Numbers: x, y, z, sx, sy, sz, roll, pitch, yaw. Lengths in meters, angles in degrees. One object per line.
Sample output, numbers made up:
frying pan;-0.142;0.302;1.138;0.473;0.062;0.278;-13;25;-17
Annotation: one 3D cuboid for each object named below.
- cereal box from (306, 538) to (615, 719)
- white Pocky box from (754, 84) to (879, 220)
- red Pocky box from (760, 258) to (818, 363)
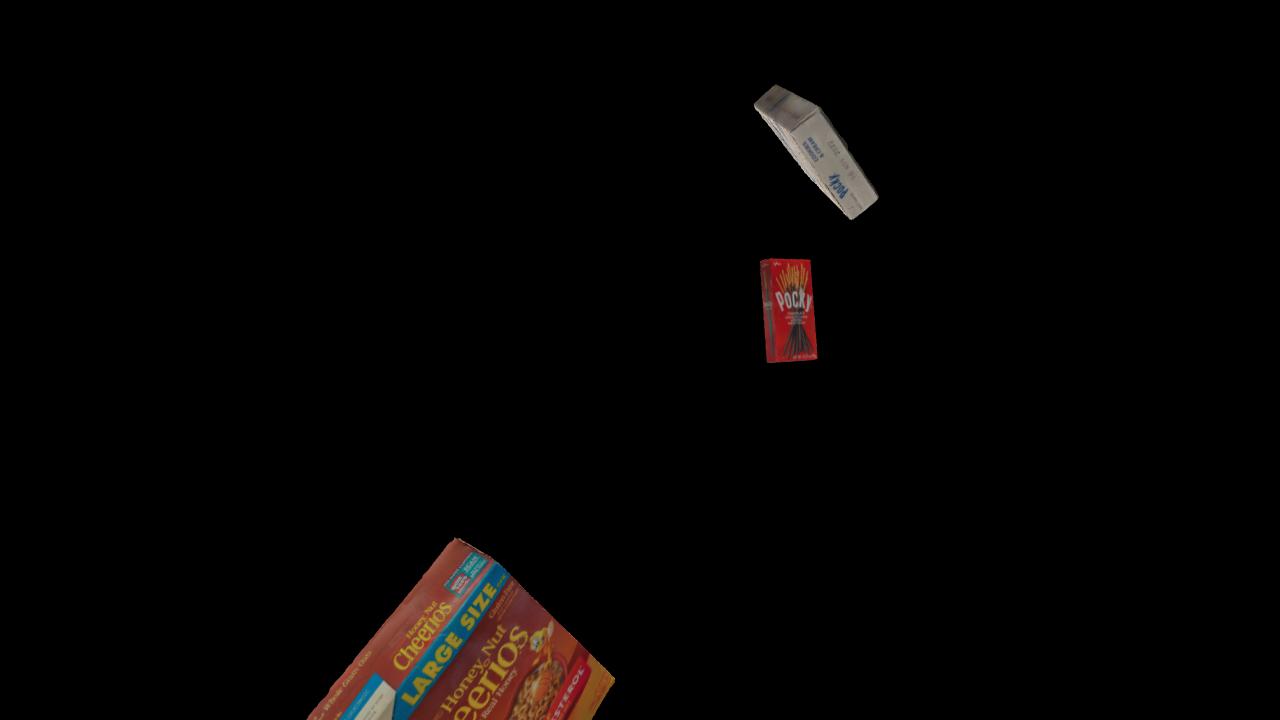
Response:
cereal box;-0.159;0.350;0.630;0.081;0.203;0.306;14;-37;37
white Pocky box;0.136;-0.171;0.489;0.028;0.084;0.154;-38;23;19
red Pocky box;0.223;-0.074;0.921;0.083;0.155;0.028;-4;0;-28
